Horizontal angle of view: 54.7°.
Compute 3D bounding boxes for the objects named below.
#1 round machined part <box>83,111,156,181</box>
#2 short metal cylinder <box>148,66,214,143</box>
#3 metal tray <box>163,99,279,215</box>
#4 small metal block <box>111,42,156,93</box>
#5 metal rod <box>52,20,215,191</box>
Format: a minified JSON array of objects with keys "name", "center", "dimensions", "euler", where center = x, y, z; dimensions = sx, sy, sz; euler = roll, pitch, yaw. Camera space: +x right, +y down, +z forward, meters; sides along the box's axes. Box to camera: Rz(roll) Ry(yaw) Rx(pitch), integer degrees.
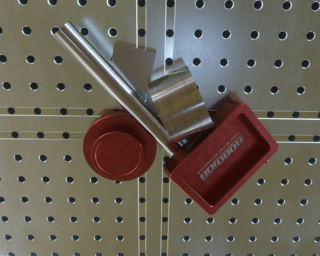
[{"name":"round machined part","center":[-0.054,0.029,0.413],"dimensions":[0.099,0.042,0.097],"euler":[0,110,-1]},{"name":"short metal cylinder","center":[0.026,-0.028,0.374],"dimensions":[0.050,0.080,0.080],"euler":[-24,109,8]},{"name":"metal tray","center":[0.080,0.038,0.403],"dimensions":[0.130,0.030,0.090],"euler":[-45,113,-2]},{"name":"small metal block","center":[-0.035,-0.076,0.385],"dimensions":[0.050,0.025,0.050],"euler":[12,110,-5]},{"name":"metal rod","center":[-0.012,-0.007,0.393],"dimensions":[0.025,0.025,0.300],"euler":[-38,114,12]}]
